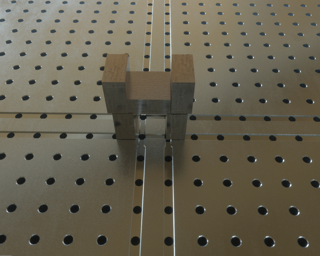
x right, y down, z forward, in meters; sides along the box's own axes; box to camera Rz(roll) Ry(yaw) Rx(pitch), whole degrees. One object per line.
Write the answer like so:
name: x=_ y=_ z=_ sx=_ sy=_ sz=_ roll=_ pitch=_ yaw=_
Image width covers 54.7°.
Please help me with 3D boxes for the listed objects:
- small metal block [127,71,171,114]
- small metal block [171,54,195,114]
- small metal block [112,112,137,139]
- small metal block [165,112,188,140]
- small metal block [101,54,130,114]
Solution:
small metal block: x=-0.013 y=-0.044 z=0.380 sx=0.050 sy=0.025 sz=0.050 roll=1 pitch=50 yaw=0
small metal block: x=0.026 y=-0.052 z=0.369 sx=0.025 sy=0.050 sz=0.050 roll=0 pitch=50 yaw=0
small metal block: x=-0.045 y=-0.020 z=0.407 sx=0.025 sy=0.050 sz=0.050 roll=1 pitch=50 yaw=0
small metal block: x=0.020 y=-0.020 z=0.408 sx=0.025 sy=0.050 sz=0.050 roll=-1 pitch=50 yaw=-1
small metal block: x=-0.050 y=-0.052 z=0.369 sx=0.025 sy=0.050 sz=0.050 roll=0 pitch=50 yaw=0
